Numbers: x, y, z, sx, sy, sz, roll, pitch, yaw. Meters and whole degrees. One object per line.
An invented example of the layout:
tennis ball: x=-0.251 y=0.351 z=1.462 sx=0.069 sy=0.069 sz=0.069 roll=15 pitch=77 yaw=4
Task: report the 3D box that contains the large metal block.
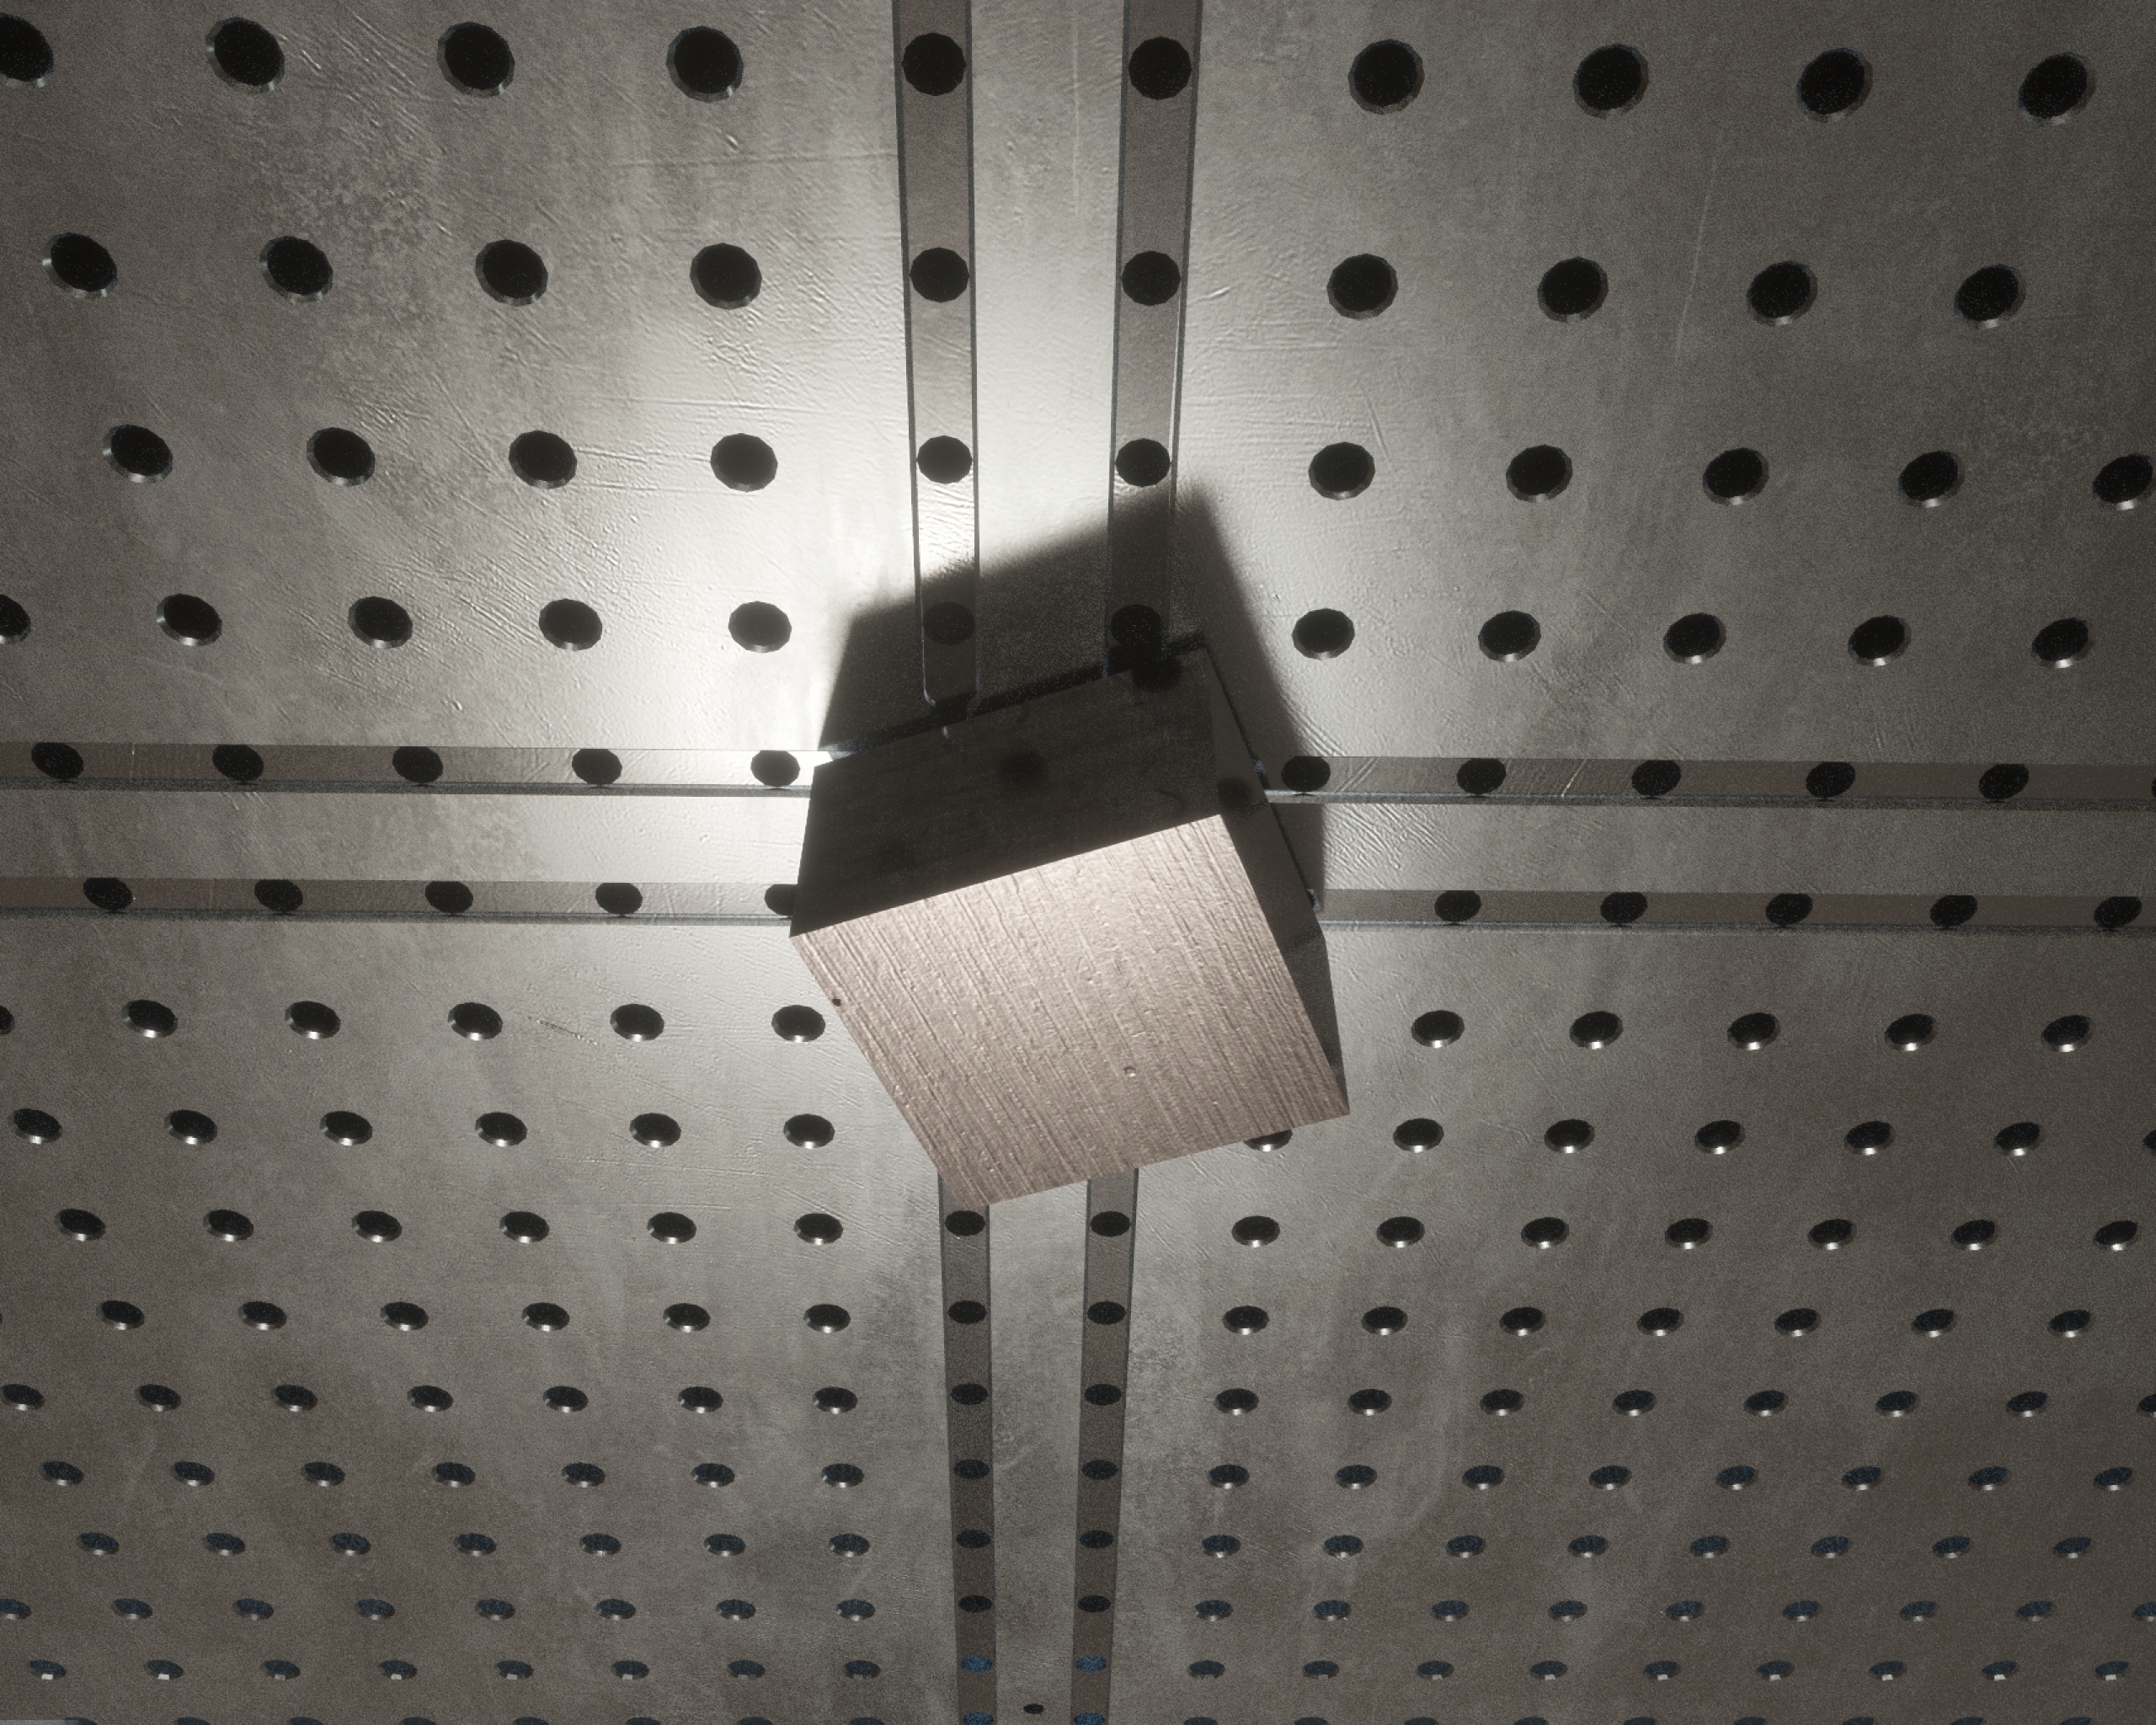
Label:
large metal block: x=0.000 y=0.015 z=0.404 sx=0.080 sy=0.050 sz=0.080 roll=-16 pitch=129 yaw=13
